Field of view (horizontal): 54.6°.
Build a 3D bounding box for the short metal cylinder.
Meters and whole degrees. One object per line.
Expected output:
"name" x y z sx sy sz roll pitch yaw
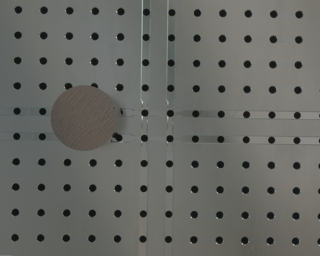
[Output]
"short metal cylinder" -0.092 -0.012 0.400 0.080 0.050 0.080 0 90 0
